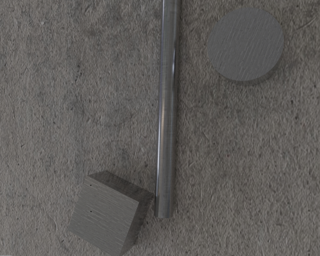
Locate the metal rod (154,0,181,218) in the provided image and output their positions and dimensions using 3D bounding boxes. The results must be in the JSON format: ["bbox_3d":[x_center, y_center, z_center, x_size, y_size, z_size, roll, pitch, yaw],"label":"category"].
[{"bbox_3d":[0.010,-0.034,0.405,0.025,0.025,0.298,2,91,20],"label":"metal rod"}]

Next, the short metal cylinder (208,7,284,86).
[{"bbox_3d":[0.100,-0.091,0.360,0.080,0.050,0.079,0,90,20],"label":"short metal cylinder"}]

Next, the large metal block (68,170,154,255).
[{"bbox_3d":[-0.066,0.113,0.419,0.080,0.050,0.080,22,97,18],"label":"large metal block"}]
